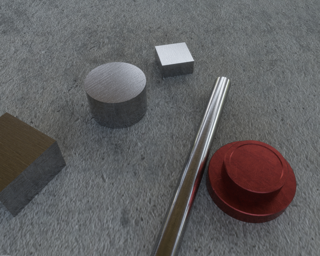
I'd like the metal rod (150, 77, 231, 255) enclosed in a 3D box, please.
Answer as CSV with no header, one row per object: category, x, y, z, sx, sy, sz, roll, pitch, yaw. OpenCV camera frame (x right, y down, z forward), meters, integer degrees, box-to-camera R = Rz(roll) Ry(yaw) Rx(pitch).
metal rod,0.043,0.042,0.368,0.025,0.025,0.301,16,52,12

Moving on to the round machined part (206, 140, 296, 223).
round machined part,0.104,0.052,0.350,0.099,0.042,0.098,0,50,0

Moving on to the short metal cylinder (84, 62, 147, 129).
short metal cylinder,-0.059,-0.045,0.424,0.081,0.050,0.080,0,50,0

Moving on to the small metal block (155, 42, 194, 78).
small metal block,0.022,-0.109,0.495,0.050,0.025,0.050,-10,51,-9

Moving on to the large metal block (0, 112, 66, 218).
large metal block,-0.170,0.039,0.352,0.080,0.050,0.080,26,55,20
